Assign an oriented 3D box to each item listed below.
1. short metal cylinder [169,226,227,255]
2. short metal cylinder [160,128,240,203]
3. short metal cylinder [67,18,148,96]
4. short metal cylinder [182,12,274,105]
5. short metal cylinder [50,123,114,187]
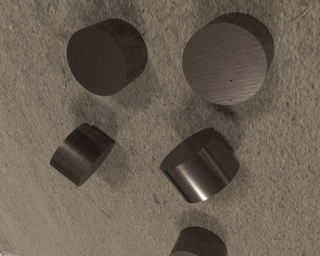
[{"bbox_3d":[0.059,0.202,0.483,0.080,0.050,0.079,13,124,20],"label":"short metal cylinder"},{"bbox_3d":[0.047,0.044,0.373,0.080,0.080,0.050,-30,102,37],"label":"short metal cylinder"},{"bbox_3d":[-0.062,-0.085,0.370,0.080,0.050,0.079,13,124,20],"label":"short metal cylinder"},{"bbox_3d":[0.069,-0.070,0.311,0.080,0.050,0.079,13,124,20],"label":"short metal cylinder"},{"bbox_3d":[-0.112,0.039,0.452,0.050,0.080,0.080,38,129,2],"label":"short metal cylinder"}]
